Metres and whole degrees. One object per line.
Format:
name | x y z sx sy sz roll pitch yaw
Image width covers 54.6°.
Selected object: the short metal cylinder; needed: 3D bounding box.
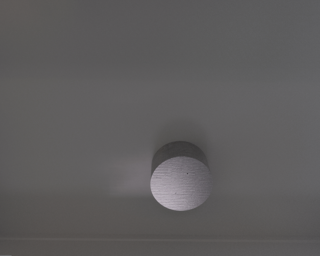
short metal cylinder | 0.028 0.064 0.422 0.080 0.050 0.079 0 110 0
